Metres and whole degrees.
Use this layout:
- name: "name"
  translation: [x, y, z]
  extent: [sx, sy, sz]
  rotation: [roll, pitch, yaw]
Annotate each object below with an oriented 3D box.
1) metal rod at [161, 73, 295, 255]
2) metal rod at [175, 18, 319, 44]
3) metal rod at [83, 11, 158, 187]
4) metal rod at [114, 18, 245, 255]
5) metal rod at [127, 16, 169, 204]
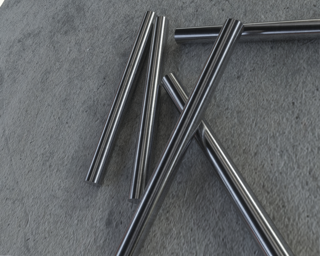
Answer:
- name: "metal rod"
  translation: [0.067, 0.037, 0.345]
  extent: [0.025, 0.025, 0.300]
  rotation: [-33, 51, 7]
- name: "metal rod"
  translation: [0.156, -0.125, 0.398]
  extent: [0.300, 0.025, 0.025]
  rotation: [7, 65, 31]
- name: "metal rod"
  translation: [-0.052, -0.059, 0.466]
  extent: [0.025, 0.025, 0.300]
  rotation: [1, 62, 29]
- name: "metal rod"
  translation: [0.025, 0.009, 0.355]
  extent: [0.025, 0.025, 0.299]
  rotation: [21, 82, 36]
- name: "metal rod"
  translation: [-0.012, -0.044, 0.436]
  extent: [0.025, 0.025, 0.299]
  rotation: [-8, 58, 24]
